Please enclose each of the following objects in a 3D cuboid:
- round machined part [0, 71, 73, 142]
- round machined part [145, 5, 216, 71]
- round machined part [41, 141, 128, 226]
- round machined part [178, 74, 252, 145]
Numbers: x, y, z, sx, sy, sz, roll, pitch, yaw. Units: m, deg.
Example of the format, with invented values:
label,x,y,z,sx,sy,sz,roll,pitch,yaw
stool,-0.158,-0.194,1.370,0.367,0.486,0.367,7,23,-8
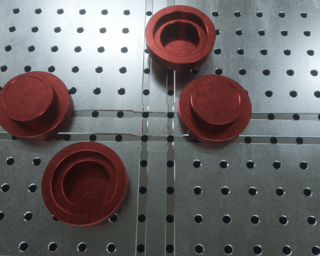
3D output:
label,x,y,z,sx,sy,sz,roll,pitch,yaw
round machined part,-0.171,-0.034,0.414,0.099,0.042,0.098,0,70,0
round machined part,0.029,-0.124,0.448,0.099,0.042,0.098,0,70,0
round machined part,-0.087,0.069,0.377,0.099,0.042,0.098,0,70,0
round machined part,0.074,-0.030,0.414,0.099,0.042,0.098,0,70,0
